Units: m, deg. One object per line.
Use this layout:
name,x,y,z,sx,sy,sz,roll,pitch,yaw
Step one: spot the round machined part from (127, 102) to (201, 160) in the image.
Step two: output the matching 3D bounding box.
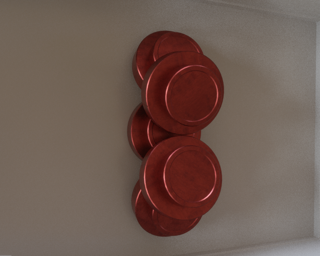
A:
round machined part,0.010,0.004,0.404,0.099,0.042,0.097,0,89,-20

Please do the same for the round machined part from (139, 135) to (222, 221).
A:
round machined part,0.029,0.056,0.356,0.099,0.042,0.098,4,77,-19

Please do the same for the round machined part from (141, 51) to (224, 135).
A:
round machined part,0.031,-0.039,0.357,0.099,0.042,0.097,-5,104,-19

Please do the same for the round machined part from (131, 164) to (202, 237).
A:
round machined part,0.017,0.095,0.392,0.099,0.042,0.097,-6,107,-18

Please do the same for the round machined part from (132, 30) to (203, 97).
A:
round machined part,0.017,-0.082,0.394,0.099,0.042,0.098,6,72,-19
